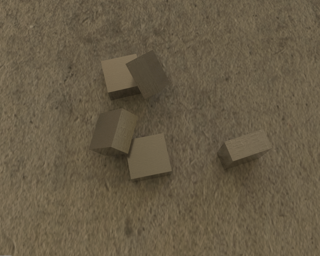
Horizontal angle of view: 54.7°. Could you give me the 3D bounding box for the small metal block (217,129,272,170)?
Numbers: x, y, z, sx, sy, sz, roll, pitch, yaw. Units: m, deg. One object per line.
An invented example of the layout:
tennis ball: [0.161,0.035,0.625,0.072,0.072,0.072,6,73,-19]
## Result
small metal block: [0.103,0.028,0.386,0.050,0.050,0.025,-18,71,-7]

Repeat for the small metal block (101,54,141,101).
small metal block: [-0.051,-0.071,0.434,0.050,0.025,0.050,-14,71,-5]

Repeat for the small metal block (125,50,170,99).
small metal block: [-0.015,-0.072,0.409,0.025,0.050,0.050,-23,104,22]

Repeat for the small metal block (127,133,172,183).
small metal block: [-0.015,0.038,0.394,0.050,0.025,0.050,-11,71,-5]

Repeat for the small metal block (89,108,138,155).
small metal block: [-0.059,0.006,0.390,0.025,0.050,0.050,29,65,-37]
